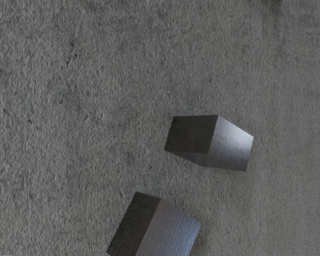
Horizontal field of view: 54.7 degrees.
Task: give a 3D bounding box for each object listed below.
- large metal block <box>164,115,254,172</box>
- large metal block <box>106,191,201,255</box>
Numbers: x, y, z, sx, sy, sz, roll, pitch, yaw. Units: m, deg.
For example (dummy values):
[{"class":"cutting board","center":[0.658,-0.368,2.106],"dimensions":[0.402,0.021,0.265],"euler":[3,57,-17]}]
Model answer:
[{"class":"large metal block","center":[0.067,0.021,0.425],"dimensions":[0.080,0.080,0.050],"euler":[26,74,-37]},{"class":"large metal block","center":[-0.005,0.136,0.384],"dimensions":[0.080,0.050,0.080],"euler":[40,66,-33]}]
